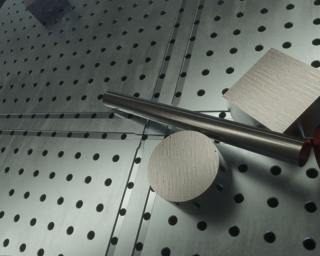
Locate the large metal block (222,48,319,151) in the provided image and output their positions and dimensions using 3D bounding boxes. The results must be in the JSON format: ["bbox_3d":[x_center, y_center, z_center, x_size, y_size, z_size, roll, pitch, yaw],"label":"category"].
[{"bbox_3d":[0.131,-0.030,0.342,0.080,0.050,0.080,-44,51,-3],"label":"large metal block"}]

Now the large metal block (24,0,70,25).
[{"bbox_3d":[-0.265,-0.299,0.715,0.080,0.050,0.080,-35,51,4],"label":"large metal block"}]

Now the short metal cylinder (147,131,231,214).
[{"bbox_3d":[0.033,0.050,0.344,0.080,0.050,0.080,-13,57,21],"label":"short metal cylinder"}]

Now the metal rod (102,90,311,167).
[{"bbox_3d":[0.024,-0.012,0.373,0.300,0.025,0.025,18,71,44],"label":"metal rod"}]

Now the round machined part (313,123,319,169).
[{"bbox_3d":[0.174,0.020,0.270,0.042,0.099,0.098,-31,41,56],"label":"round machined part"}]
